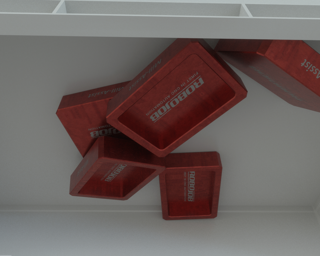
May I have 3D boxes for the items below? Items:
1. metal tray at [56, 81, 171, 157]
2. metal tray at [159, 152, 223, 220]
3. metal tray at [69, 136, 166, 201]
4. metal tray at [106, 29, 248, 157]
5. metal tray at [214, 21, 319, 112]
[{"bbox_3d":[-0.052,-0.010,0.397,0.131,0.030,0.090,-12,130,9],"label":"metal tray"},{"bbox_3d":[0.046,0.094,0.486,0.091,0.030,0.129,-3,130,1],"label":"metal tray"},{"bbox_3d":[-0.062,0.061,0.425,0.091,0.030,0.129,12,144,-27],"label":"metal tray"},{"bbox_3d":[0.016,-0.031,0.340,0.130,0.030,0.090,-38,123,24],"label":"metal tray"},{"bbox_3d":[0.129,-0.058,0.317,0.131,0.090,0.030,27,95,-22],"label":"metal tray"}]
